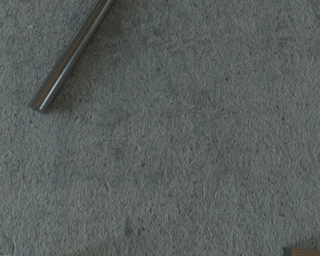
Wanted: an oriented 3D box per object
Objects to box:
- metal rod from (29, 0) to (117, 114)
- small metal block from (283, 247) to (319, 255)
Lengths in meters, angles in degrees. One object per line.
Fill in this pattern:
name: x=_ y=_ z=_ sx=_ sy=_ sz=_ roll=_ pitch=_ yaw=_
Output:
metal rod: x=-0.104 y=-0.153 z=0.462 sx=0.025 sy=0.025 sz=0.300 roll=23 pitch=71 yaw=8
small metal block: x=0.170 y=0.165 z=0.350 sx=0.050 sy=0.025 sz=0.050 roll=7 pitch=70 yaw=2
